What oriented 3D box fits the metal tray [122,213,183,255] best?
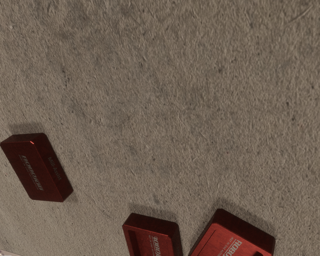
[{"bbox_3d":[-0.009,0.213,0.538,0.090,0.030,0.129,5,121,25],"label":"metal tray"}]

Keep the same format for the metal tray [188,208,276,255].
[{"bbox_3d":[0.100,0.189,0.466,0.090,0.030,0.129,28,128,10],"label":"metal tray"}]

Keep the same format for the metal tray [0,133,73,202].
[{"bbox_3d":[-0.223,0.073,0.564,0.090,0.030,0.129,-4,117,29],"label":"metal tray"}]
